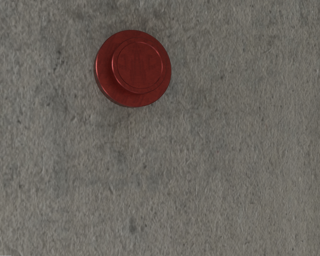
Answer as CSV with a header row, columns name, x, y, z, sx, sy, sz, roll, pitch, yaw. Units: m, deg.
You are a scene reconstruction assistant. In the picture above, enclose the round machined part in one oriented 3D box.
name,x,y,z,sx,sy,sz,roll,pitch,yaw
round machined part,-0.031,-0.075,0.389,0.099,0.042,0.097,0,90,-21
